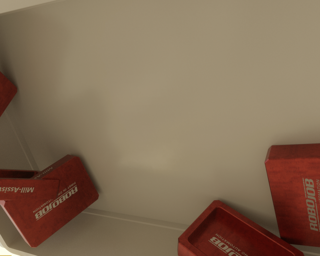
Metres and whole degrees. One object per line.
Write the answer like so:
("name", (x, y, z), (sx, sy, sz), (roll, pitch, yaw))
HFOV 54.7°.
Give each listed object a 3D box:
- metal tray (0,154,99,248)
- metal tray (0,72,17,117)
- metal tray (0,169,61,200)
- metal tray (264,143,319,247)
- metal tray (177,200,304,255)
("metal tray", (-0.174, 0.114, 0.501), (0.030, 0.131, 0.090), (4, 122, 49))
("metal tray", (-0.273, -0.059, 0.439), (0.030, 0.090, 0.130), (14, 155, 20))
("metal tray", (-0.233, 0.084, 0.472), (0.090, 0.131, 0.030), (6, 87, 48))
("metal tray", (0.181, 0.081, 0.360), (0.090, 0.030, 0.129), (-5, 116, 30))
("metal tray", (0.098, 0.158, 0.388), (0.130, 0.091, 0.030), (29, 136, 31))
